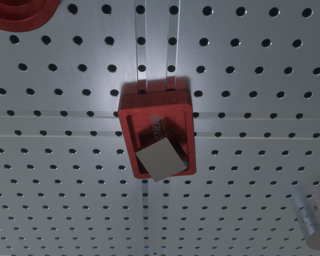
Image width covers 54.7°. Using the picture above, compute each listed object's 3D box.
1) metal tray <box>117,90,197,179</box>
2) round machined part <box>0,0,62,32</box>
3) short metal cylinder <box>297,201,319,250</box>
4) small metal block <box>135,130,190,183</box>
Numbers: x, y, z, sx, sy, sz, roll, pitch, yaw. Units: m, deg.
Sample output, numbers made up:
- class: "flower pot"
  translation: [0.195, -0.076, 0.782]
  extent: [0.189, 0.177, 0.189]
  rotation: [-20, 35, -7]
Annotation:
- class: "metal tray"
  translation: [0.001, 0.013, 0.419]
  extent: [0.091, 0.030, 0.129]
  rotation: [-5, 130, 4]
- class: "round machined part"
  translation: [-0.135, -0.141, 0.279]
  extent: [0.099, 0.042, 0.097]
  rotation: [0, 130, 0]
- class: "short metal cylinder"
  translation: [0.290, 0.172, 0.545]
  extent: [0.081, 0.050, 0.079]
  rotation: [0, 130, 0]
- class: "small metal block"
  translation: [0.004, 0.038, 0.416]
  extent: [0.050, 0.025, 0.050]
  rotation: [-28, 102, 22]
